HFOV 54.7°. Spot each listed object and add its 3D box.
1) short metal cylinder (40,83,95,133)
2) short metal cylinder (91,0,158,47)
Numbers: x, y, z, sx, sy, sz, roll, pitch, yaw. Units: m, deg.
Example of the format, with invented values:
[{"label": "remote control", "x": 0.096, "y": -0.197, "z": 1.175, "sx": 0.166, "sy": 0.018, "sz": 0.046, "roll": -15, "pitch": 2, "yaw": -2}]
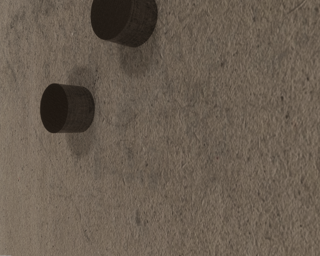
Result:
[{"label": "short metal cylinder", "x": -0.154, "y": -0.032, "z": 0.512, "sx": 0.080, "sy": 0.050, "sz": 0.079, "roll": 0, "pitch": 90, "yaw": 39}, {"label": "short metal cylinder", "x": -0.050, "y": -0.157, "z": 0.428, "sx": 0.080, "sy": 0.050, "sz": 0.079, "roll": 0, "pitch": 90, "yaw": 39}]
